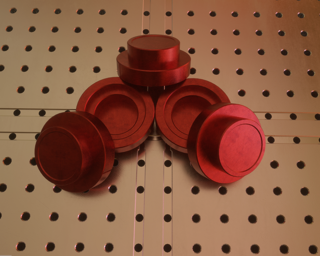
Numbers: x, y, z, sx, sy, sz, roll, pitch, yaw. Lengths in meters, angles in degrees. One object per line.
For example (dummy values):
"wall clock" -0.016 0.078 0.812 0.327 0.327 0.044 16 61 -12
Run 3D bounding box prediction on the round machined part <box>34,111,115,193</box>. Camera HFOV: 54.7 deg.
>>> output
"round machined part" -0.107 0.030 0.366 0.098 0.042 0.097 3 97 22

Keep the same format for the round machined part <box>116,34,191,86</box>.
"round machined part" -0.008 -0.094 0.410 0.099 0.042 0.098 0 32 0

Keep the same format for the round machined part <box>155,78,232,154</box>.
"round machined part" 0.043 -0.013 0.408 0.099 0.042 0.098 0 70 -1

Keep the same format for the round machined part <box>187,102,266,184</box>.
"round machined part" 0.085 0.020 0.368 0.099 0.042 0.097 -5 101 -25

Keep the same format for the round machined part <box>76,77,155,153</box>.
"round machined part" -0.056 -0.014 0.406 0.099 0.042 0.098 0 70 -1
